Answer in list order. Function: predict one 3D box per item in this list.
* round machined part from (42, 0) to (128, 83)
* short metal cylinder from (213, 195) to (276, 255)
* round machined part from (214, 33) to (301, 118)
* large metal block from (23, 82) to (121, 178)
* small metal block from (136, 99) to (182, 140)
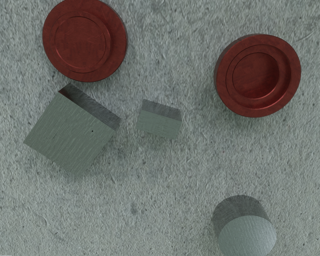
[{"bbox_3d":[-0.088,-0.101,0.362,0.099,0.042,0.097,0,110,-1],"label":"round machined part"},{"bbox_3d":[0.121,0.146,0.452,0.081,0.050,0.079,0,110,-1],"label":"short metal cylinder"},{"bbox_3d":[0.114,-0.065,0.378,0.099,0.042,0.097,0,110,-1],"label":"round machined part"},{"bbox_3d":[-0.109,0.002,0.396,0.080,0.050,0.080,36,106,-13],"label":"large metal block"},{"bbox_3d":[-0.001,-0.012,0.392,0.050,0.050,0.025,16,109,-6],"label":"small metal block"}]
